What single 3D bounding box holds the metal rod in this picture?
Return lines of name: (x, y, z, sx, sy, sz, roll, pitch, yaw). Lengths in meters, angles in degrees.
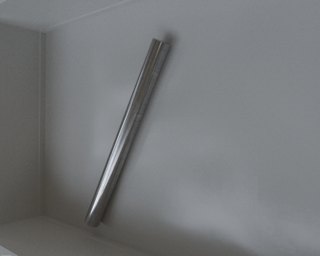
metal rod: (-0.053, 0.018, 0.447, 0.025, 0.025, 0.298, 35, 111, 34)
